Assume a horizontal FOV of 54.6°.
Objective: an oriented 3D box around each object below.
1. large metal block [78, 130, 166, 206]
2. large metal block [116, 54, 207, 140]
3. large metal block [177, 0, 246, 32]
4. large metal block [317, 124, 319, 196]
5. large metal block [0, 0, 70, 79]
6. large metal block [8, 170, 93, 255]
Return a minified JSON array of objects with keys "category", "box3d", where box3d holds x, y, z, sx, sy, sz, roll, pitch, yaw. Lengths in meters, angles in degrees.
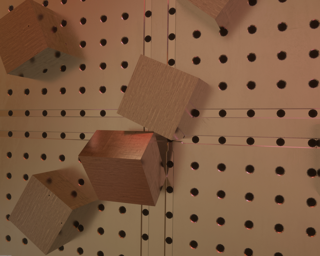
[{"category":"large metal block","box3d":[-0.044,0.050,0.395,0.080,0.050,0.080,1,128,20]},{"category":"large metal block","box3d":[0.004,-0.038,0.398,0.080,0.050,0.080,26,99,18]},{"category":"large metal block","box3d":[0.065,-0.179,0.376,0.080,0.050,0.080,41,103,15]},{"category":"large metal block","box3d":[0.212,0.035,0.324,0.080,0.050,0.080,-1,90,20]},{"category":"large metal block","box3d":[-0.196,-0.132,0.470,0.080,0.050,0.080,-26,82,18]},{"category":"large metal block","box3d":[-0.161,0.121,0.457,0.080,0.050,0.080,35,101,16]}]
